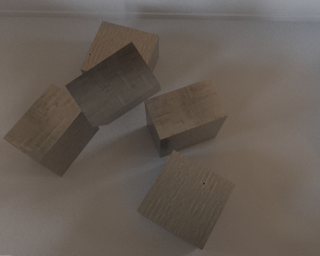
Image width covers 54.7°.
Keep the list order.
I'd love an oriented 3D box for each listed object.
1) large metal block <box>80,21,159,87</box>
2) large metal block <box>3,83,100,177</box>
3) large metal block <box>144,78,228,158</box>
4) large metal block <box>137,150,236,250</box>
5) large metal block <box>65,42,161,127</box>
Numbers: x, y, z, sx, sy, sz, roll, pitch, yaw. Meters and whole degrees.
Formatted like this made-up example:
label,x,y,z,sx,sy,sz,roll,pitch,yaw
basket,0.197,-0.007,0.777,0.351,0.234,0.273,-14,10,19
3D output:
label,x,y,z,sx,sy,sz,roll,pitch,yaw
large metal block,-0.052,-0.091,0.429,0.080,0.050,0.080,16,71,5
large metal block,-0.125,0.006,0.377,0.050,0.080,0.080,32,73,10
large metal block,0.029,-0.009,0.384,0.080,0.080,0.050,-20,72,-7
large metal block,0.030,0.085,0.366,0.080,0.050,0.080,29,72,10
large metal block,-0.047,-0.045,0.350,0.080,0.080,0.050,-33,91,2
